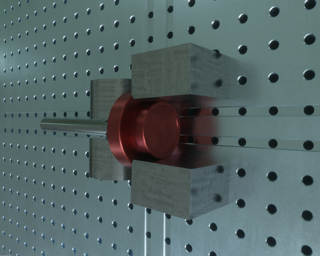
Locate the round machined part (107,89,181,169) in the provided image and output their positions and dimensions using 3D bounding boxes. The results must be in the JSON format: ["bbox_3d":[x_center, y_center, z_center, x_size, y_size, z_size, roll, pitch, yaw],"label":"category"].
[{"bbox_3d":[-0.012,0.002,0.371,0.042,0.099,0.097,1,91,40],"label":"round machined part"}]

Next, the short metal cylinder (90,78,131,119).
[{"bbox_3d":[-0.053,-0.037,0.418,0.080,0.081,0.050,1,91,40],"label":"short metal cylinder"}]

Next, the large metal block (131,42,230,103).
[{"bbox_3d":[0.025,-0.058,0.354,0.080,0.081,0.050,0,90,40],"label":"large metal block"}]

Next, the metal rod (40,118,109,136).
[{"bbox_3d":[-0.107,-0.001,0.483,0.300,0.025,0.025,3,92,44],"label":"metal rod"}]

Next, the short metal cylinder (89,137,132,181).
[{"bbox_3d":[-0.054,0.038,0.418,0.080,0.081,0.050,2,92,40],"label":"short metal cylinder"}]

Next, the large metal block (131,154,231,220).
[{"bbox_3d":[0.024,0.062,0.354,0.080,0.081,0.050,4,93,40],"label":"large metal block"}]
